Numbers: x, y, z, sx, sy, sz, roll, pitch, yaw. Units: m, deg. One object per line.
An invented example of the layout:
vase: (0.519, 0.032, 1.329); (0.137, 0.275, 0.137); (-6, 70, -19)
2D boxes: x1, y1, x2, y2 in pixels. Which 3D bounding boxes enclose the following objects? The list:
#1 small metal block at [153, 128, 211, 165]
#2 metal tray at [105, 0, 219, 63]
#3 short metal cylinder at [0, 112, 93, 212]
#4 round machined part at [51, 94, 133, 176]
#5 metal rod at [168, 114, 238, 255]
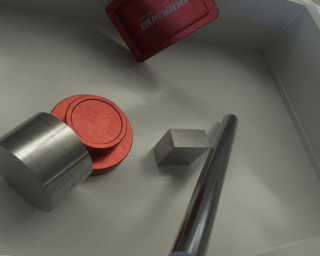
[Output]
small metal block: (0.026, 0.025, 0.390); (0.050, 0.050, 0.025); (2, 58, -27)
metal tray: (0.003, -0.160, 0.423); (0.090, 0.130, 0.030); (57, 24, -16)
short metal cylinder: (-0.111, 0.032, 0.292); (0.080, 0.080, 0.050); (43, 51, 1)
round machined part: (-0.077, 0.002, 0.353); (0.099, 0.042, 0.098); (14, 56, -21)
metal rod: (0.062, 0.041, 0.340); (0.025, 0.025, 0.301); (42, 27, 0)
